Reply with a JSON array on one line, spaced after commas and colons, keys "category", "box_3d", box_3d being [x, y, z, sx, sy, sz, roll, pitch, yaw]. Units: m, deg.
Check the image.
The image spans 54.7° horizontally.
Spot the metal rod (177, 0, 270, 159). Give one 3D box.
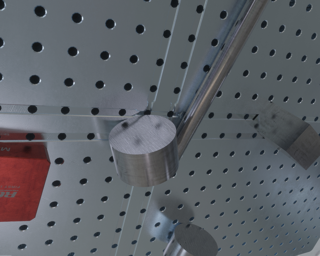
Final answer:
[{"category": "metal rod", "box_3d": [0.083, -0.084, 0.403, 0.025, 0.025, 0.298, 16, 110, -35]}]

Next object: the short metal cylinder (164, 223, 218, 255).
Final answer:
[{"category": "short metal cylinder", "box_3d": [0.053, 0.212, 0.535, 0.081, 0.080, 0.050, 9, 114, -33]}]

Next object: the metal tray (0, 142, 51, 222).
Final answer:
[{"category": "metal tray", "box_3d": [-0.197, 0.059, 0.337, 0.131, 0.030, 0.089, 9, 114, -32]}]

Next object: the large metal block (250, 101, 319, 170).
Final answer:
[{"category": "large metal block", "box_3d": [0.205, 0.012, 0.495, 0.080, 0.080, 0.050, 33, 100, -38]}]

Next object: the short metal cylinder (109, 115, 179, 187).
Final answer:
[{"category": "short metal cylinder", "box_3d": [-0.018, 0.026, 0.382, 0.081, 0.080, 0.050, -19, 126, -17]}]
